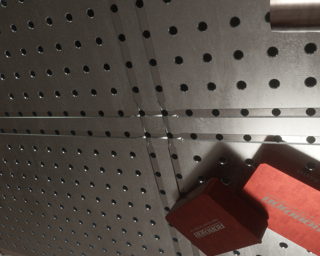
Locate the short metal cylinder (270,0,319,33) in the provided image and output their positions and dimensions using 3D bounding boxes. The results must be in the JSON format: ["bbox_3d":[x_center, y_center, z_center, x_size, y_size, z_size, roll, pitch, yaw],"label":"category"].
[{"bbox_3d":[0.118,-0.116,0.241,0.050,0.080,0.079,7,122,24],"label":"short metal cylinder"}]

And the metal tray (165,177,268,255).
[{"bbox_3d":[0.071,0.127,0.426,0.090,0.030,0.129,41,144,3],"label":"metal tray"}]

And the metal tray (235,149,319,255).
[{"bbox_3d":[0.165,0.093,0.378,0.130,0.030,0.089,28,128,10],"label":"metal tray"}]
